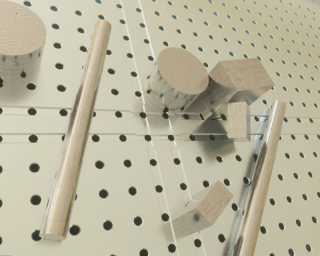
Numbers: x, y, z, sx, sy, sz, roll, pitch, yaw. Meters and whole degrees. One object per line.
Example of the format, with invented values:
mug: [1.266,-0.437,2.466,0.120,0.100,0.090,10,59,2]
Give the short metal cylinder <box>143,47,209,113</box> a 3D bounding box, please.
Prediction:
short metal cylinder: [0.022,-0.068,0.445,0.081,0.050,0.080,14,56,-21]

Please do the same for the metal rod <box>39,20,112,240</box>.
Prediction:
metal rod: [-0.092,-0.023,0.372,0.025,0.025,0.300,17,55,-19]

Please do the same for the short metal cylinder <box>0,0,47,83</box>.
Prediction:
short metal cylinder: [-0.177,-0.099,0.357,0.081,0.050,0.080,14,56,-21]

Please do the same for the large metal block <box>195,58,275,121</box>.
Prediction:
large metal block: [0.107,-0.058,0.466,0.081,0.080,0.050,-12,68,-33]

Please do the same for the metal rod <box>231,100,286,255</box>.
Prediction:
metal rod: [0.149,0.063,0.449,0.025,0.025,0.301,35,51,-6]

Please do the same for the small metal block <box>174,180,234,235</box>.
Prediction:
small metal block: [0.051,0.093,0.363,0.025,0.050,0.050,47,51,5]

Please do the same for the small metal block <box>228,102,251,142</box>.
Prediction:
small metal block: [0.115,-0.007,0.448,0.050,0.025,0.050,23,67,-66]
